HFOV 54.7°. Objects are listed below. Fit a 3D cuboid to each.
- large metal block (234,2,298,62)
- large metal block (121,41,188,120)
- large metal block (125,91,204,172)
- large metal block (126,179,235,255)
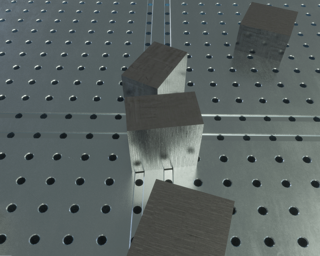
[{"bbox_3d":[0.183,-0.168,0.535,0.080,0.050,0.080,19,53,15],"label":"large metal block"},{"bbox_3d":[-0.005,-0.056,0.419,0.050,0.080,0.080,23,54,18],"label":"large metal block"},{"bbox_3d":[0.003,0.006,0.367,0.081,0.080,0.050,-5,51,-5],"label":"large metal block"},{"bbox_3d":[0.022,0.106,0.302,0.080,0.050,0.080,14,51,11],"label":"large metal block"}]
